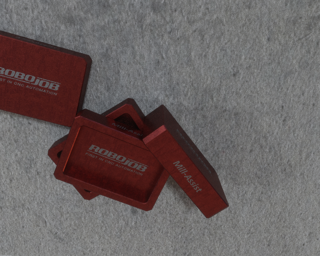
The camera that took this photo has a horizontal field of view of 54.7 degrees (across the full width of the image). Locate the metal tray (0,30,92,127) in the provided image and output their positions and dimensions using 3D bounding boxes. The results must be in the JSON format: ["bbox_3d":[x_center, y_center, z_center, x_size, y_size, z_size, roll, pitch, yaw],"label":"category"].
[{"bbox_3d":[-0.159,-0.061,0.382,0.131,0.030,0.089,15,109,-6],"label":"metal tray"}]

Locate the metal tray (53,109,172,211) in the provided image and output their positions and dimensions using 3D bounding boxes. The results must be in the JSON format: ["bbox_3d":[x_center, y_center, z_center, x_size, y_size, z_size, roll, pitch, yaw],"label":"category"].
[{"bbox_3d":[-0.054,0.042,0.389,0.131,0.030,0.089,22,108,-9],"label":"metal tray"}]

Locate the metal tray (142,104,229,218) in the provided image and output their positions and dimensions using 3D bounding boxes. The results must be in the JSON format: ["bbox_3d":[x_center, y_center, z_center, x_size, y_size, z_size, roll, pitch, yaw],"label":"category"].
[{"bbox_3d":[0.031,0.039,0.389,0.030,0.090,0.130,-35,107,12],"label":"metal tray"}]

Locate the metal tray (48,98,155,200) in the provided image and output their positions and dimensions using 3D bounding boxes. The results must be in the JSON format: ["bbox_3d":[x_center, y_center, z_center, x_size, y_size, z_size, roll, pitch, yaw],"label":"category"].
[{"bbox_3d":[-0.069,0.030,0.417,0.130,0.030,0.090,-30,108,10],"label":"metal tray"}]
